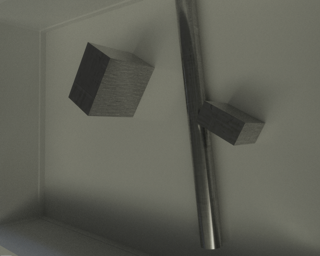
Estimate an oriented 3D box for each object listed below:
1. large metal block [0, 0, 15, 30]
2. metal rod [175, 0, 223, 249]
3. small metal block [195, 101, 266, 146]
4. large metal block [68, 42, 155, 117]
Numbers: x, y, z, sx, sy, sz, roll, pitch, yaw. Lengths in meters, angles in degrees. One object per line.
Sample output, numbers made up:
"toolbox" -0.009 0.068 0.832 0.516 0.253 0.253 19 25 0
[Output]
"large metal block" -0.373 -0.267 0.696 0.080 0.050 0.079 15 100 38
"metal rod" 0.045 -0.013 0.368 0.025 0.025 0.298 -9 84 39
"small metal block" 0.075 -0.006 0.328 0.050 0.050 0.025 34 111 34
"large metal block" -0.065 -0.062 0.423 0.050 0.081 0.079 39 114 33
